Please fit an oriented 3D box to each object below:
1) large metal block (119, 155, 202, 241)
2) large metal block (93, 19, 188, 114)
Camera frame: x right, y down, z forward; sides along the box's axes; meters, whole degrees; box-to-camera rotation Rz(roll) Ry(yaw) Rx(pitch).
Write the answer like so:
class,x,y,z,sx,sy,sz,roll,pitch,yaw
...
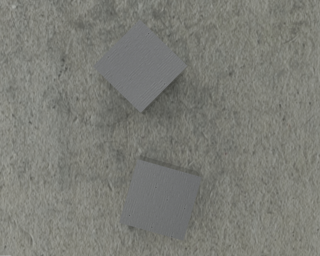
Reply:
class,x,y,z,sx,sy,sz,roll,pitch,yaw
large metal block,0.001,0.086,0.398,0.080,0.050,0.080,16,90,-1
large metal block,-0.024,-0.075,0.397,0.080,0.050,0.080,45,90,-1
